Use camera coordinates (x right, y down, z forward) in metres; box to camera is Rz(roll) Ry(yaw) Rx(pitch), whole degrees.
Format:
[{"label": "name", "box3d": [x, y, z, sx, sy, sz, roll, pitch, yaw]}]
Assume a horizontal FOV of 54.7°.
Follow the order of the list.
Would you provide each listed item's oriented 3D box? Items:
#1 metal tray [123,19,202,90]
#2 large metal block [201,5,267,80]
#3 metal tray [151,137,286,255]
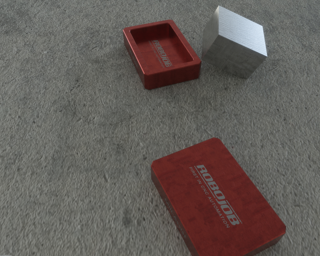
[{"label": "metal tray", "box3d": [0.000, -0.123, 0.503, 0.091, 0.030, 0.130, -15, 52, -12]}, {"label": "large metal block", "box3d": [0.114, -0.133, 0.482, 0.080, 0.050, 0.080, 20, 49, -13]}, {"label": "metal tray", "box3d": [0.056, 0.078, 0.335, 0.091, 0.030, 0.130, -20, 53, -16]}]
